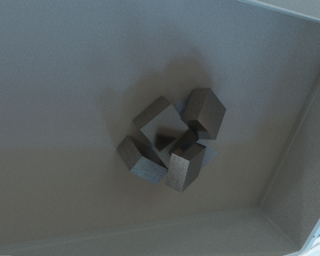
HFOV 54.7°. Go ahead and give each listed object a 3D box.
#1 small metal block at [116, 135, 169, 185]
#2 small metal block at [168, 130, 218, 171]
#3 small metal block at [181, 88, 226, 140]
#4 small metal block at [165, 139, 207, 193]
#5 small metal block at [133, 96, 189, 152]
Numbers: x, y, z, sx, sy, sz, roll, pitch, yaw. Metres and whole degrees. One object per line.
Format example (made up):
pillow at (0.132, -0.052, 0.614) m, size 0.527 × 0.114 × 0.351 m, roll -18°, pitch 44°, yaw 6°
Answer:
small metal block at (-0.023, 0.042, 0.404) m, size 0.050 × 0.050 × 0.025 m, roll 33°, pitch 100°, yaw -39°
small metal block at (0.049, 0.037, 0.458) m, size 0.050 × 0.025 × 0.050 m, roll -46°, pitch 130°, yaw 4°
small metal block at (0.060, -0.018, 0.416) m, size 0.050 × 0.025 × 0.050 m, roll 43°, pitch 60°, yaw -40°
small metal block at (0.035, 0.050, 0.411) m, size 0.050 × 0.025 × 0.050 m, roll -30°, pitch 137°, yaw -52°
small metal block at (0.002, -0.005, 0.405) m, size 0.050 × 0.025 × 0.050 m, roll -40°, pitch 130°, yaw -2°
